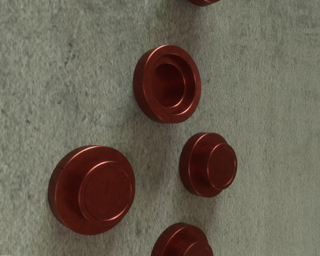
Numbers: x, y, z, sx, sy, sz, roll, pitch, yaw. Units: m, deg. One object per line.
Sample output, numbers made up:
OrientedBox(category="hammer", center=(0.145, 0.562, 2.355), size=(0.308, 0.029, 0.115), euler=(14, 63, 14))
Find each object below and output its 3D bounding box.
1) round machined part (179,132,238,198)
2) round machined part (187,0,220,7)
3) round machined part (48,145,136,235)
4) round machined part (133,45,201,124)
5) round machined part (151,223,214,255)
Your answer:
OrientedBox(category="round machined part", center=(0.078, 0.055, 0.462), size=(0.099, 0.042, 0.097), euler=(0, 90, -40))
OrientedBox(category="round machined part", center=(0.051, -0.221, 0.438), size=(0.099, 0.042, 0.097), euler=(0, 90, -40))
OrientedBox(category="round machined part", center=(-0.067, 0.068, 0.340), size=(0.099, 0.042, 0.097), euler=(0, 90, -40))
OrientedBox(category="round machined part", center=(0.005, -0.054, 0.400), size=(0.099, 0.042, 0.097), euler=(0, 90, -40))
OrientedBox(category="round machined part", center=(0.037, 0.185, 0.427), size=(0.099, 0.042, 0.097), euler=(0, 90, -40))
